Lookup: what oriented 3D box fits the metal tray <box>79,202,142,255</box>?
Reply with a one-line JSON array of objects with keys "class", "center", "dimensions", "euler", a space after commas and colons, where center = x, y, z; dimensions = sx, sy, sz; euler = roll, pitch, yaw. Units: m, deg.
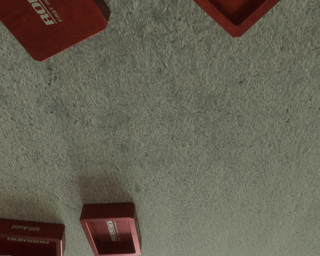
[{"class": "metal tray", "center": [-0.085, 0.187, 0.562], "dimensions": [0.091, 0.030, 0.129], "euler": [-3, 130, 2]}]

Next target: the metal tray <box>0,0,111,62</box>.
[{"class": "metal tray", "center": [-0.118, -0.136, 0.287], "dimensions": [0.090, 0.030, 0.130], "euler": [-21, 127, 17]}]

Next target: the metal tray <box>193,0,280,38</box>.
[{"class": "metal tray", "center": [0.085, -0.156, 0.271], "dimensions": [0.090, 0.030, 0.130], "euler": [33, 122, -25]}]

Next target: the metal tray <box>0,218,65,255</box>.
[{"class": "metal tray", "center": [-0.248, 0.212, 0.582], "dimensions": [0.131, 0.030, 0.089], "euler": [8, 130, -7]}]
